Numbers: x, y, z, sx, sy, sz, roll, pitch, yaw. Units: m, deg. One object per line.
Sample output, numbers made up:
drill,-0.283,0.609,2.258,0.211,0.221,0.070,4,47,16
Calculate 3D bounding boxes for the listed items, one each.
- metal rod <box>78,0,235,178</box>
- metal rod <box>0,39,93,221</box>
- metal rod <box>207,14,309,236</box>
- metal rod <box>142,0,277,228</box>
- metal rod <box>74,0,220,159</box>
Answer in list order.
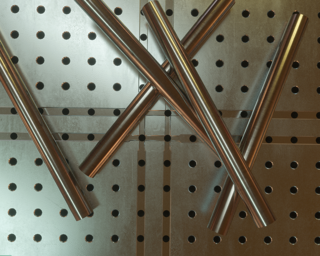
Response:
metal rod,-0.004,-0.058,0.413,0.025,0.025,0.300,39,90,-1
metal rod,-0.171,-0.015,0.411,0.025,0.025,0.299,-28,90,0
metal rod,0.128,-0.010,0.397,0.025,0.025,0.299,24,83,-1
metal rod,0.055,-0.024,0.375,0.025,0.025,0.299,-27,81,0
metal rod,0.001,-0.060,0.387,0.025,0.025,0.300,-43,101,0
